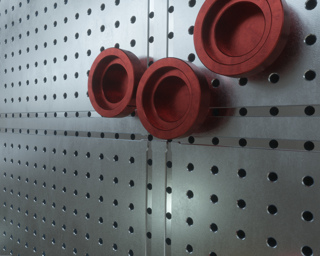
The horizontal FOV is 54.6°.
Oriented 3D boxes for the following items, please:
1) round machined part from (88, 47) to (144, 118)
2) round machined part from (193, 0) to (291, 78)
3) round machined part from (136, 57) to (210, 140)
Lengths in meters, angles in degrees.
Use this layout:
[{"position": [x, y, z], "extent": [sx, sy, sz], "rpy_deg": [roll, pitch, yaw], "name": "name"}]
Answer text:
[{"position": [-0.057, -0.063, 0.447], "extent": [0.098, 0.042, 0.097], "rpy_deg": [0, 90, 40], "name": "round machined part"}, {"position": [0.087, -0.101, 0.327], "extent": [0.098, 0.042, 0.097], "rpy_deg": [0, 90, 40], "name": "round machined part"}, {"position": [0.020, -0.035, 0.383], "extent": [0.098, 0.042, 0.097], "rpy_deg": [0, 90, 40], "name": "round machined part"}]
